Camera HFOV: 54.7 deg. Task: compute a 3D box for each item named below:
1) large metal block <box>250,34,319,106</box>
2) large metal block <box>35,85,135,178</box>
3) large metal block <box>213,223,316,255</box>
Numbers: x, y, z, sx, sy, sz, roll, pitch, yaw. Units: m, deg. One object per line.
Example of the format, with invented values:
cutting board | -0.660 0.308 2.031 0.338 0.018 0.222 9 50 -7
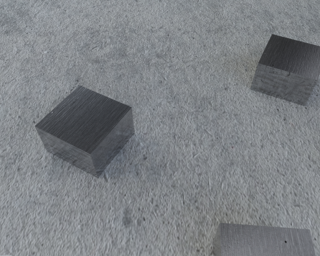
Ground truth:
large metal block | 0.191 -0.088 0.462 0.080 0.050 0.080 21 53 17
large metal block | -0.089 0.002 0.384 0.080 0.050 0.080 24 54 18
large metal block | 0.091 0.135 0.274 0.080 0.050 0.080 4 50 3
